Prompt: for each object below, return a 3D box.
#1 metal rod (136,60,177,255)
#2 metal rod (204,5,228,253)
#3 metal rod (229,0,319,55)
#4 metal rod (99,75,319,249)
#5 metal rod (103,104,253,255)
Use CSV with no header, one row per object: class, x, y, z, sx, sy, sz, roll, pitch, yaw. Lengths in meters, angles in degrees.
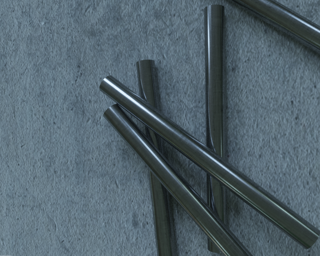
metal rod,-0.003,0.060,0.409,0.025,0.025,0.298,-7,88,20
metal rod,0.069,0.001,0.384,0.025,0.025,0.298,-1,90,20
metal rod,0.163,-0.110,0.351,0.300,0.025,0.025,39,102,15
metal rod,0.045,0.029,0.365,0.300,0.025,0.025,37,102,16
metal rod,0.035,0.085,0.368,0.025,0.025,0.300,-46,76,14
